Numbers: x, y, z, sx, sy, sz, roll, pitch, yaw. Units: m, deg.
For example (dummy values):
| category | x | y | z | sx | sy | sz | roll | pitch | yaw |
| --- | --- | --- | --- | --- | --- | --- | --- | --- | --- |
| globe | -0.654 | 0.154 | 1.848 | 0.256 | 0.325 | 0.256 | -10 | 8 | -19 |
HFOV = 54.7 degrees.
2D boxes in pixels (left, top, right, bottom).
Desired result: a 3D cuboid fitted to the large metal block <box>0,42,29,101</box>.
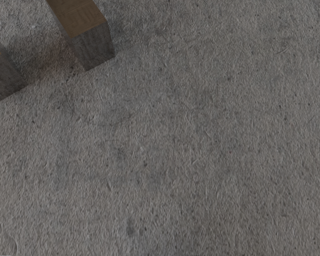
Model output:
| category | x | y | z | sx | sy | sz | roll | pitch | yaw |
| --- | --- | --- | --- | --- | --- | --- | --- | --- | --- |
| large metal block | -0.232 | -0.092 | 0.411 | 0.050 | 0.080 | 0.080 | -34 | 74 | -11 |

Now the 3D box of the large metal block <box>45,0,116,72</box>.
| category | x | y | z | sx | sy | sz | roll | pitch | yaw |
| --- | --- | --- | --- | --- | --- | --- | --- | --- | --- |
| large metal block | -0.108 | -0.139 | 0.429 | 0.050 | 0.080 | 0.080 | -31 | 73 | -10 |
